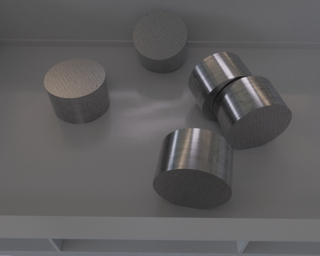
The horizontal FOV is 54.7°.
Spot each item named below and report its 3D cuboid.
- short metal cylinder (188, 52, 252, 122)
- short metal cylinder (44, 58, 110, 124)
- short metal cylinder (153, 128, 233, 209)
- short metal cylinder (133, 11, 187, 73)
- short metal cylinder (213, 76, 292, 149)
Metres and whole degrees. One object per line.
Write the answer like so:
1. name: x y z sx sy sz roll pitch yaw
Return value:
1. short metal cylinder: 0.085 -0.054 0.415 0.081 0.080 0.050 -13 52 -11
2. short metal cylinder: -0.113 -0.052 0.432 0.080 0.050 0.080 0 50 0
3. short metal cylinder: 0.037 0.045 0.332 0.080 0.080 0.050 8 51 6
4. short metal cylinder: 0.002 -0.132 0.479 0.080 0.050 0.080 -1 77 5
5. short metal cylinder: 0.113 -0.018 0.385 0.081 0.080 0.050 -10 51 -9
